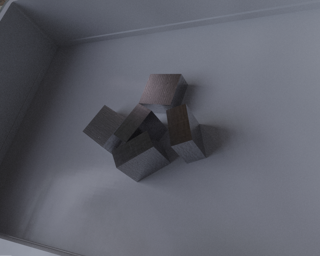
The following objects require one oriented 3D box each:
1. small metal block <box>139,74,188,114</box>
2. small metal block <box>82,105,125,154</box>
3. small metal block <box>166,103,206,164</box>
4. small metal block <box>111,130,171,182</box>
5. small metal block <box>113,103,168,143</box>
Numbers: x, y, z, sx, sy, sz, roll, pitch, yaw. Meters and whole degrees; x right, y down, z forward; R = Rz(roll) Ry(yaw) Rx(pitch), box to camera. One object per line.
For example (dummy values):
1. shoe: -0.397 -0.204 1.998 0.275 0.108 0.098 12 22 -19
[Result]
1. small metal block: 0.005 -0.048 0.433 0.050 0.025 0.050 6 65 31
2. small metal block: -0.074 0.002 0.444 0.050 0.025 0.050 31 79 38
3. small metal block: 0.031 0.008 0.369 0.025 0.050 0.050 -19 55 18
4. small metal block: -0.022 0.036 0.379 0.050 0.050 0.025 -31 52 9
5. small metal block: -0.024 0.005 0.399 0.025 0.050 0.050 31 79 38
